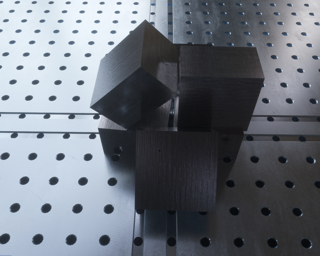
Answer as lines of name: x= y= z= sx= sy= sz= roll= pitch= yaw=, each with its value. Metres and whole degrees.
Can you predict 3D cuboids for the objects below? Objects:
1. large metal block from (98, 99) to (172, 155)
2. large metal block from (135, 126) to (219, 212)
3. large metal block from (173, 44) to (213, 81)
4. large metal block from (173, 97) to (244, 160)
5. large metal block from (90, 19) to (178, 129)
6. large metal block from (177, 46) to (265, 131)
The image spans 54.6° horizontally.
large metal block: x=-0.027 y=-0.011 z=0.401 sx=0.080 sy=0.050 sz=0.080 roll=5 pitch=50 yaw=4
large metal block: x=0.017 y=0.041 z=0.331 sx=0.080 sy=0.050 sz=0.080 roll=2 pitch=95 yaw=1
large metal block: x=0.027 y=-0.081 z=0.431 sx=0.080 sy=0.080 sz=0.050 roll=2 pitch=89 yaw=1
large metal block: x=0.058 y=-0.008 z=0.398 sx=0.080 sy=0.050 sz=0.080 roll=2 pitch=50 yaw=2
large metal block: x=-0.027 y=-0.058 z=0.345 sx=0.080 sy=0.050 sz=0.080 roll=-31 pitch=40 yaw=33
large metal block: x=0.061 y=-0.042 z=0.343 sx=0.080 sy=0.080 sz=0.050 roll=1 pitch=50 yaw=1
